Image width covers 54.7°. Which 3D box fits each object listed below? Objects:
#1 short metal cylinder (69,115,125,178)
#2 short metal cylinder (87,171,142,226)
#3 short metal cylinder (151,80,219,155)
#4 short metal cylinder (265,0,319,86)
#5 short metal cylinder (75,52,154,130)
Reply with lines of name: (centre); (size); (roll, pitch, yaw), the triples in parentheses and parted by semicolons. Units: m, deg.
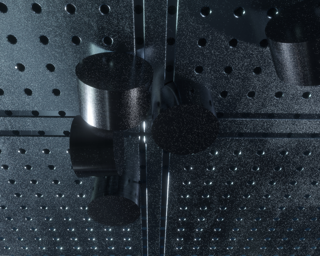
short metal cylinder: (-0.077, 0.022, 0.393); (0.050, 0.080, 0.079); (-3, 130, 2)
short metal cylinder: (-0.070, 0.111, 0.489); (0.081, 0.050, 0.079); (0, 130, 0)
short metal cylinder: (0.030, -0.012, 0.385); (0.081, 0.050, 0.079); (0, 130, 0)
short metal cylinder: (0.151, -0.086, 0.305); (0.080, 0.080, 0.050); (-20, 128, 16)
short metal cylinder: (-0.049, -0.042, 0.339); (0.081, 0.080, 0.050); (3, 130, -4)
